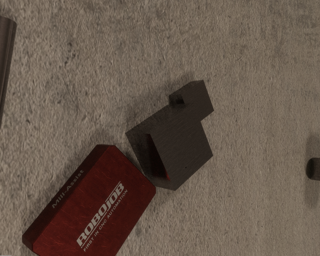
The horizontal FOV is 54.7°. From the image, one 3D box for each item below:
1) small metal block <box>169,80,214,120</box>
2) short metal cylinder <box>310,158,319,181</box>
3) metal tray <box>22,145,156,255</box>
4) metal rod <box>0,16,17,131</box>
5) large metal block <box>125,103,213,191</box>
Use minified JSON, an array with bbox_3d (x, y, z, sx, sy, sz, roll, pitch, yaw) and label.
[{"bbox_3d":[0.046,-0.035,0.446,0.050,0.025,0.050,-36,112,-34],"label":"small metal block"},{"bbox_3d":[0.385,0.096,0.697,0.081,0.080,0.050,11,83,-40],"label":"short metal cylinder"},{"bbox_3d":[-0.071,0.093,0.344,0.090,0.030,0.130,51,60,-28],"label":"metal tray"},{"bbox_3d":[-0.161,0.050,0.270,0.025,0.025,0.298,11,83,-40],"label":"metal rod"},{"bbox_3d":[0.014,0.022,0.403,0.081,0.050,0.080,-36,113,-34],"label":"large metal block"}]
